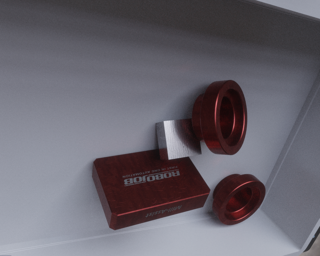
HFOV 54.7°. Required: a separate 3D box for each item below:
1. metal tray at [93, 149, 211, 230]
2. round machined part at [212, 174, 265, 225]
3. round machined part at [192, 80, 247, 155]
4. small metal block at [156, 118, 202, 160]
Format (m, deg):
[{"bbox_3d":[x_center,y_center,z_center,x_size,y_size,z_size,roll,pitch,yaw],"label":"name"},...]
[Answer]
[{"bbox_3d":[-0.013,0.072,0.402,0.131,0.090,0.030,-7,133,-25],"label":"metal tray"},{"bbox_3d":[0.134,0.121,0.548,0.099,0.042,0.097,-14,125,-21],"label":"round machined part"},{"bbox_3d":[0.078,-0.014,0.414,0.099,0.042,0.097,-1,91,-53],"label":"round machined part"},{"bbox_3d":[0.025,0.014,0.418,0.050,0.025,0.050,-6,88,-25],"label":"small metal block"}]
